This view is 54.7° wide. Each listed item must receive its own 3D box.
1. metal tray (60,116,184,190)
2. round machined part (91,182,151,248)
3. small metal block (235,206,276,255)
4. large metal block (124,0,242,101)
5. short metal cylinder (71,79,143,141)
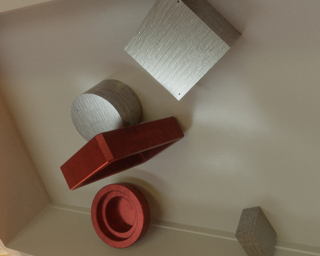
[{"bbox_3d":[-0.042,0.028,0.377,0.090,0.131,0.030,-37,76,38],"label":"metal tray"},{"bbox_3d":[-0.057,0.135,0.492,0.098,0.042,0.097,-1,87,27],"label":"round machined part"},{"bbox_3d":[0.129,0.142,0.412,0.025,0.050,0.050,-24,106,36],"label":"small metal block"},{"bbox_3d":[0.023,-0.090,0.324,0.080,0.050,0.080,43,129,-2],"label":"large metal block"},{"bbox_3d":[-0.071,-0.019,0.416,0.080,0.050,0.079,13,124,20],"label":"short metal cylinder"}]
